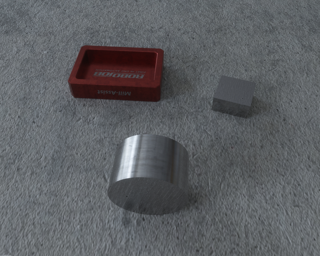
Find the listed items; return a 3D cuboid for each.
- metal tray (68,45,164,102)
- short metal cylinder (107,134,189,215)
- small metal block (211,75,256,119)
[{"bbox_3d":[-0.062,-0.084,0.470,0.131,0.030,0.090,3,50,2],"label":"metal tray"},{"bbox_3d":[-0.010,0.051,0.325,0.080,0.080,0.050,4,50,3],"label":"short metal cylinder"},{"bbox_3d":[0.106,-0.045,0.442,0.050,0.025,0.050,15,52,12],"label":"small metal block"}]
